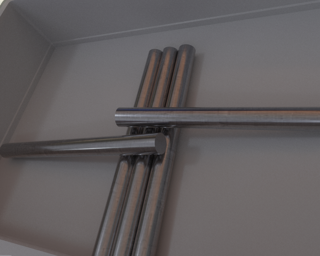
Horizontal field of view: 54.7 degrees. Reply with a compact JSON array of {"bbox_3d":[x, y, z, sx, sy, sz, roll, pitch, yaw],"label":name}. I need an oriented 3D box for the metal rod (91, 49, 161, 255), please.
[{"bbox_3d":[-0.035,0.019,0.410,0.025,0.025,0.300,-1,61,27],"label":"metal rod"}]

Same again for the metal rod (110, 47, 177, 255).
[{"bbox_3d":[-0.014,0.018,0.399,0.025,0.025,0.300,-1,61,27],"label":"metal rod"}]

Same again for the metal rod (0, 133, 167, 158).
[{"bbox_3d":[-0.126,0.028,0.430,0.300,0.025,0.025,-4,60,32],"label":"metal rod"}]

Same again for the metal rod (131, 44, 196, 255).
[{"bbox_3d":[0.009,0.018,0.387,0.025,0.025,0.300,-1,61,27],"label":"metal rod"}]

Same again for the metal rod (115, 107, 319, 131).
[{"bbox_3d":[0.089,-0.011,0.341,0.301,0.025,0.025,1,62,21],"label":"metal rod"}]
